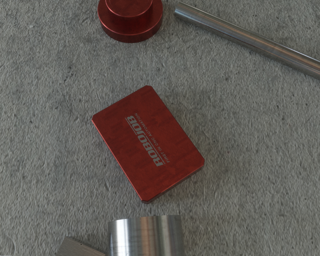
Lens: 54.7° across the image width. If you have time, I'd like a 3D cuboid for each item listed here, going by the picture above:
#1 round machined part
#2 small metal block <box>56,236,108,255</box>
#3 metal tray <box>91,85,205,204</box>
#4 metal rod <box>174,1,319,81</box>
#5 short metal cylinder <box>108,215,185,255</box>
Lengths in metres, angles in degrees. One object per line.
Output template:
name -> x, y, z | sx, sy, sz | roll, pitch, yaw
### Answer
round machined part -> -0.045, -0.181, 0.465 | 0.099, 0.042, 0.098 | 0, 70, -1
small metal block -> -0.093, 0.157, 0.350 | 0.050, 0.025, 0.050 | 21, 71, 7
metal tray -> -0.016, 0.019, 0.398 | 0.090, 0.030, 0.130 | -31, 73, -11
metal rod -> 0.160, -0.116, 0.452 | 0.301, 0.025, 0.025 | 27, 72, 9
short metal cylinder -> -0.015, 0.124, 0.333 | 0.081, 0.080, 0.050 | -5, 70, -2
